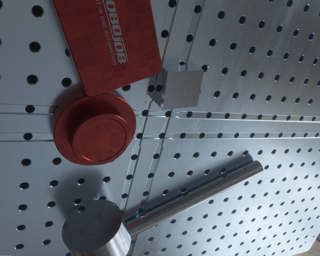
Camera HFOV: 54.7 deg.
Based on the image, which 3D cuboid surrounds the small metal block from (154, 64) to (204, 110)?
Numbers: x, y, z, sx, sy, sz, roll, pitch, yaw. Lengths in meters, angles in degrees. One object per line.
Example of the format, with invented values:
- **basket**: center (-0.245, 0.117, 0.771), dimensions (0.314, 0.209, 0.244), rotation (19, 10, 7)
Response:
- **small metal block**: center (0.024, -0.053, 0.393), dimensions (0.050, 0.025, 0.050), rotation (-7, 122, -25)

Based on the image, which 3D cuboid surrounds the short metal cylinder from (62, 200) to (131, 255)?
- **short metal cylinder**: center (-0.085, 0.145, 0.420), dimensions (0.081, 0.080, 0.050), rotation (-23, 127, -15)

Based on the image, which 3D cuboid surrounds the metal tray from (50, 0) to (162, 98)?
- **metal tray**: center (-0.053, -0.105, 0.315), dimensions (0.091, 0.030, 0.129), rotation (-23, 127, -15)

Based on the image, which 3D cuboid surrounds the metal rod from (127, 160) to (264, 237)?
- **metal rod**: center (0.041, 0.123, 0.512), dimensions (0.302, 0.025, 0.025), rotation (-22, 127, -16)

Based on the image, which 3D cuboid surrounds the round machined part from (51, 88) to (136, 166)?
- **round machined part**: center (-0.073, 0.005, 0.364), dimensions (0.099, 0.042, 0.097), rotation (-14, 124, -21)
